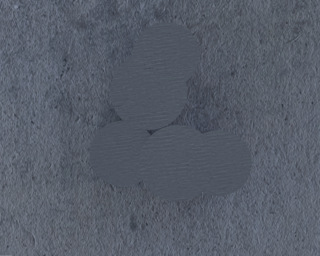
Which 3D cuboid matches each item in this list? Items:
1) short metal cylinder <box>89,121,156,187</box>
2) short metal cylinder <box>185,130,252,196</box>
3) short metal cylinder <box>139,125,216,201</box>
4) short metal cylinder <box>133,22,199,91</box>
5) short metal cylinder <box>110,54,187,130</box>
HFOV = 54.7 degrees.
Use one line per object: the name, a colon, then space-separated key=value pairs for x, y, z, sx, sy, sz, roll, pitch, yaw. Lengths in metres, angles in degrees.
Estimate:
short metal cylinder: x=-0.045 y=0.031 z=0.398 sx=0.081 sy=0.050 sz=0.080 roll=0 pitch=90 yaw=0
short metal cylinder: x=0.071 y=0.042 z=0.399 sx=0.081 sy=0.050 sz=0.080 roll=0 pitch=90 yaw=0
short metal cylinder: x=0.018 y=0.036 z=0.348 sx=0.081 sy=0.050 sz=0.080 roll=0 pitch=90 yaw=-1
short metal cylinder: x=0.007 y=-0.088 z=0.399 sx=0.081 sy=0.050 sz=0.080 roll=0 pitch=90 yaw=0
short metal cylinder: x=-0.012 y=-0.038 z=0.348 sx=0.080 sy=0.050 sz=0.080 roll=0 pitch=90 yaw=0
